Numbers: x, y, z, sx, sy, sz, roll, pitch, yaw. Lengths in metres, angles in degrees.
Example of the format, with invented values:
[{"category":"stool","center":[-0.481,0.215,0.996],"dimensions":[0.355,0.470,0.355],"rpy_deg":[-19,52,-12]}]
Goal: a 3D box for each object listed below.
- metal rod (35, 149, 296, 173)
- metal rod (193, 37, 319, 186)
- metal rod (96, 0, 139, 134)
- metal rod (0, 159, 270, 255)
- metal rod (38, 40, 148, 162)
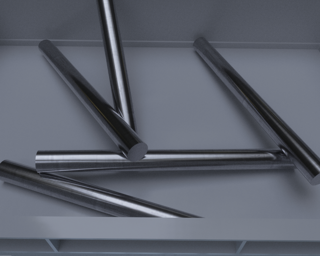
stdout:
[{"category":"metal rod","center":[0.016,0.037,0.359],"dimensions":[0.302,0.025,0.025],"rpy_deg":[0,50,-6]},{"category":"metal rod","center":[0.118,-0.046,0.424],"dimensions":[0.025,0.025,0.300],"rpy_deg":[-15,46,-13]},{"category":"metal rod","center":[-0.062,-0.107,0.411],"dimensions":[0.025,0.025,0.299],"rpy_deg":[-10,77,-8]},{"category":"metal rod","center":[-0.038,0.084,0.333],"dimensions":[0.301,0.025,0.025],"rpy_deg":[14,51,11]},{"category":"metal rod","center":[-0.107,-0.055,0.422],"dimensions":[0.025,0.025,0.300],"rpy_deg":[-27,47,-21]}]
